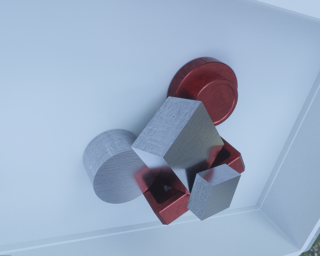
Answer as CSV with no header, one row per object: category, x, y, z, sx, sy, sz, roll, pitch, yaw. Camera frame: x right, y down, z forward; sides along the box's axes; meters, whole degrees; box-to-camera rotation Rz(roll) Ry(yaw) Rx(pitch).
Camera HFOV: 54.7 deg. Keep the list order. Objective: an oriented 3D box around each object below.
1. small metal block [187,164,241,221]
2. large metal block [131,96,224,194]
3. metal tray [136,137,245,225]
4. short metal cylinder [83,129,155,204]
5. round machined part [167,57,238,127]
small metal block,0.064,0.075,0.366,0.050,0.025,0.050,-11,124,-39
large metal block,0.025,0.021,0.372,0.080,0.050,0.080,-54,133,-22
metal tray,0.036,0.058,0.421,0.131,0.090,0.030,-33,128,-7
short metal cylinder,-0.051,0.048,0.393,0.081,0.050,0.079,-14,125,-21
round machined part,0.062,-0.040,0.407,0.099,0.042,0.097,-14,125,-21
